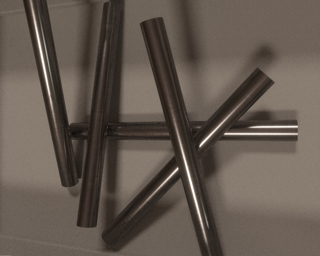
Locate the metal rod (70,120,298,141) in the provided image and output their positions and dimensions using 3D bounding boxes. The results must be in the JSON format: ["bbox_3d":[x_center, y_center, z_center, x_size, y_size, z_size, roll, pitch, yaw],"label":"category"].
[{"bbox_3d":[0.015,0.004,0.404,0.301,0.025,0.025,0,90,19],"label":"metal rod"}]

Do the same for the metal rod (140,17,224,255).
[{"bbox_3d":[0.029,0.030,0.348,0.025,0.025,0.298,-12,100,19],"label":"metal rod"}]

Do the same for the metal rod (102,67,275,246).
[{"bbox_3d":[0.021,0.049,0.382,0.025,0.025,0.299,46,111,14],"label":"metal rod"}]

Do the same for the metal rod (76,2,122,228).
[{"bbox_3d":[-0.080,-0.023,0.414,0.025,0.025,0.298,3,82,19],"label":"metal rod"}]

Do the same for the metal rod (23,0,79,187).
[{"bbox_3d":[-0.138,-0.054,0.394,0.025,0.025,0.298,7,117,19],"label":"metal rod"}]
